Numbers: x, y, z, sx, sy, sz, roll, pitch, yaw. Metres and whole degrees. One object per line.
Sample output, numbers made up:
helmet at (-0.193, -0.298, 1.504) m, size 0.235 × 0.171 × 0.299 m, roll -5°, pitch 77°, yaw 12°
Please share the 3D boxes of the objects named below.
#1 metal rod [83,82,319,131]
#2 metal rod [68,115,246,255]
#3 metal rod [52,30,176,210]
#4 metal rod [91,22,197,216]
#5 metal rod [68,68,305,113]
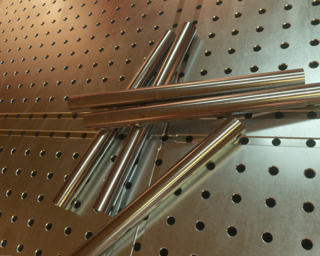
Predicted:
metal rod at (0.046, -0.023, 0.376) m, size 0.301 × 0.025 × 0.025 m, roll -6°, pitch 59°, yaw 17°
metal rod at (-0.022, 0.092, 0.361) m, size 0.300 × 0.025 × 0.025 m, roll -41°, pitch 51°, yaw 0°
metal rod at (-0.058, -0.021, 0.449) m, size 0.025 × 0.025 × 0.300 m, roll 21°, pitch 72°, yaw 35°
metal rod at (-0.014, -0.026, 0.429) m, size 0.025 × 0.025 × 0.300 m, roll 12°, pitch 67°, yaw 33°
metal rod at (0.021, -0.045, 0.397) m, size 0.301 × 0.025 × 0.025 m, roll -5°, pitch 59°, yaw 16°
